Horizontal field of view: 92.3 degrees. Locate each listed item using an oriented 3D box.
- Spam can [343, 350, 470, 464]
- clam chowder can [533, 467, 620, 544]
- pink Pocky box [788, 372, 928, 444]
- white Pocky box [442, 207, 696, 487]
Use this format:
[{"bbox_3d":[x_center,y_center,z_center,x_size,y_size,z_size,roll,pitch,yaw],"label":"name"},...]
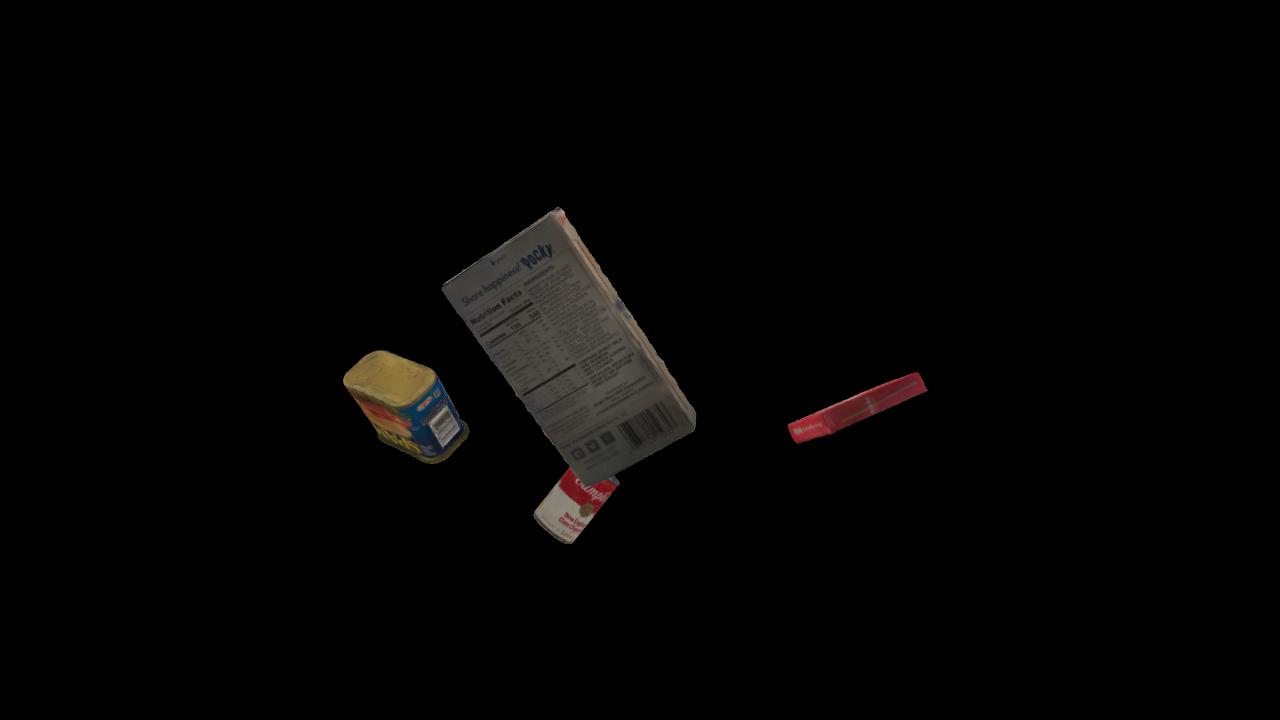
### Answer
[{"bbox_3d":[-0.231,0.045,0.609,0.101,0.085,0.058,17,50,26],"label":"Spam can"},{"bbox_3d":[-0.084,0.182,0.813,0.068,0.102,0.068,39,-3,3],"label":"clam chowder can"},{"bbox_3d":[0.268,0.060,0.763,0.155,0.029,0.084,-19,-10,-20],"label":"pink Pocky box"},{"bbox_3d":[-0.040,-0.003,0.371,0.084,0.154,0.028,-30,14,15],"label":"white Pocky box"}]
